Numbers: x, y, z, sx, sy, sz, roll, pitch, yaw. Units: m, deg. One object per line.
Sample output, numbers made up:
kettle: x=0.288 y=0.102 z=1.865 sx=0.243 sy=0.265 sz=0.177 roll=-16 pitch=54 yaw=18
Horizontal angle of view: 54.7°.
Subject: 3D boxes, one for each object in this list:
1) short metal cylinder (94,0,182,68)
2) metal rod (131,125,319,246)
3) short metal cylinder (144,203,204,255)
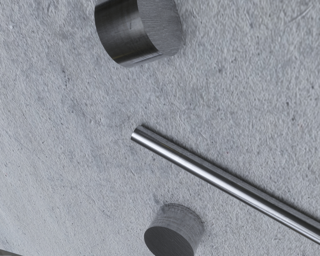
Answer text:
short metal cylinder: x=-0.020 y=-0.106 z=0.315 sx=0.050 sy=0.080 sz=0.080 roll=-9 pitch=114 yaw=32
metal rod: x=0.097 y=0.077 z=0.402 sx=0.301 sy=0.025 sz=0.025 roll=28 pitch=128 yaw=9
short metal cylinder: x=0.023 y=0.164 z=0.479 sx=0.080 sy=0.050 sz=0.079 roll=13 pitch=124 yaw=20
